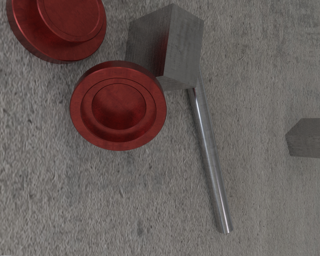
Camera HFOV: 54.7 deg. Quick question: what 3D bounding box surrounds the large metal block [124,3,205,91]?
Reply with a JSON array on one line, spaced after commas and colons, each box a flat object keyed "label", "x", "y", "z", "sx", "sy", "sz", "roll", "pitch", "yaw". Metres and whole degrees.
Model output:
[{"label": "large metal block", "x": 0.002, "y": -0.090, "z": 0.370, "sx": 0.050, "sy": 0.080, "sz": 0.080, "roll": 12, "pitch": 82, "yaw": -40}]

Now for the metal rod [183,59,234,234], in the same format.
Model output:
[{"label": "metal rod", "x": 0.070, "y": 0.018, "z": 0.463, "sx": 0.025, "sy": 0.025, "sz": 0.298, "roll": -22, "pitch": 104, "yaw": -38}]

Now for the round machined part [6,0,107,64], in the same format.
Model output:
[{"label": "round machined part", "x": -0.096, "y": -0.117, "z": 0.312, "sx": 0.099, "sy": 0.042, "sz": 0.097, "roll": 0, "pitch": 90, "yaw": -40}]

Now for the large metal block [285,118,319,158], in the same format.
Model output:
[{"label": "large metal block", "x": 0.319, "y": 0.019, "z": 0.636, "sx": 0.081, "sy": 0.080, "sz": 0.050, "roll": -34, "pitch": 111, "yaw": -35}]

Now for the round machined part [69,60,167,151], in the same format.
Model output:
[{"label": "round machined part", "x": -0.044, "y": -0.026, "z": 0.335, "sx": 0.099, "sy": 0.042, "sz": 0.097, "roll": -3, "pitch": 121, "yaw": -4}]
